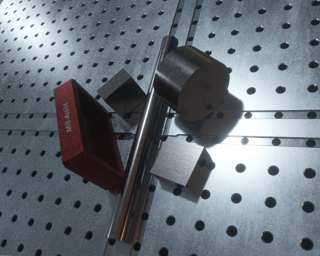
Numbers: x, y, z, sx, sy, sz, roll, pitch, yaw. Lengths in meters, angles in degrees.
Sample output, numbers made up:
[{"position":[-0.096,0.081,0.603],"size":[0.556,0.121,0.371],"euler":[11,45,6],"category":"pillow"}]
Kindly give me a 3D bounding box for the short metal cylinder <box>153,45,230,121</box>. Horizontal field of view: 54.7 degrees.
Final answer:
[{"position":[0.039,-0.055,0.385],"size":[0.080,0.080,0.050],"euler":[-44,51,-3],"category":"short metal cylinder"}]

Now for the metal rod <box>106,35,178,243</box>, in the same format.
[{"position":[-0.017,-0.003,0.417],"size":[0.025,0.025,0.300],"euler":[0,61,28],"category":"metal rod"}]

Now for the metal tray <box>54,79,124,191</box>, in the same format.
[{"position":[-0.093,0.008,0.408],"size":[0.030,0.090,0.130],"euler":[-29,52,10],"category":"metal tray"}]

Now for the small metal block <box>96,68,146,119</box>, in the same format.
[{"position":[-0.054,-0.049,0.448],"size":[0.050,0.050,0.025],"euler":[-41,51,0],"category":"small metal block"}]

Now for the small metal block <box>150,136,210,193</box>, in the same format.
[{"position":[0.024,0.043,0.369],"size":[0.050,0.025,0.050],"euler":[16,70,34],"category":"small metal block"}]
